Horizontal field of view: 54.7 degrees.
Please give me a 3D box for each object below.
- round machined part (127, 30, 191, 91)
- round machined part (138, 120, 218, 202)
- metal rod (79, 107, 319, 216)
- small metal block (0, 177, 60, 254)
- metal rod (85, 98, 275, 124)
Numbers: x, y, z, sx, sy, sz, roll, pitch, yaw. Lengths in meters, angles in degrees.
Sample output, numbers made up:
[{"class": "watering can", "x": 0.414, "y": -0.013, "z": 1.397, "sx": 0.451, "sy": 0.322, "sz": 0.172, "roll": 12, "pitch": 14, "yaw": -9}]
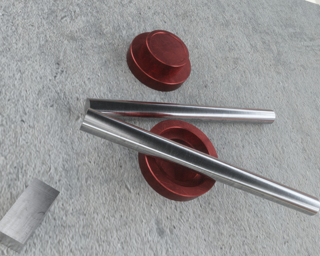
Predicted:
[{"class": "round machined part", "x": 0.004, "y": -0.106, "z": 0.459, "sx": 0.099, "sy": 0.042, "sz": 0.098, "roll": 14, "pitch": 56, "yaw": -21}, {"class": "round machined part", "x": 0.019, "y": 0.042, "z": 0.377, "sx": 0.099, "sy": 0.042, "sz": 0.098, "roll": 13, "pitch": 56, "yaw": -21}, {"class": "metal rod", "x": 0.058, "y": 0.045, "z": 0.353, "sx": 0.302, "sy": 0.025, "sz": 0.025, "roll": 22, "pitch": 54, "yaw": -15}, {"class": "small metal block", "x": -0.119, "y": 0.079, "z": 0.276, "sx": 0.025, "sy": 0.050, "sz": 0.050, "roll": 34, "pitch": 51, "yaw": -7}, {"class": "metal rod", "x": 0.047, "y": -0.021, "z": 0.441, "sx": 0.303, "sy": 0.025, "sz": 0.025, "roll": 1, "pitch": 61, "yaw": -28}]
